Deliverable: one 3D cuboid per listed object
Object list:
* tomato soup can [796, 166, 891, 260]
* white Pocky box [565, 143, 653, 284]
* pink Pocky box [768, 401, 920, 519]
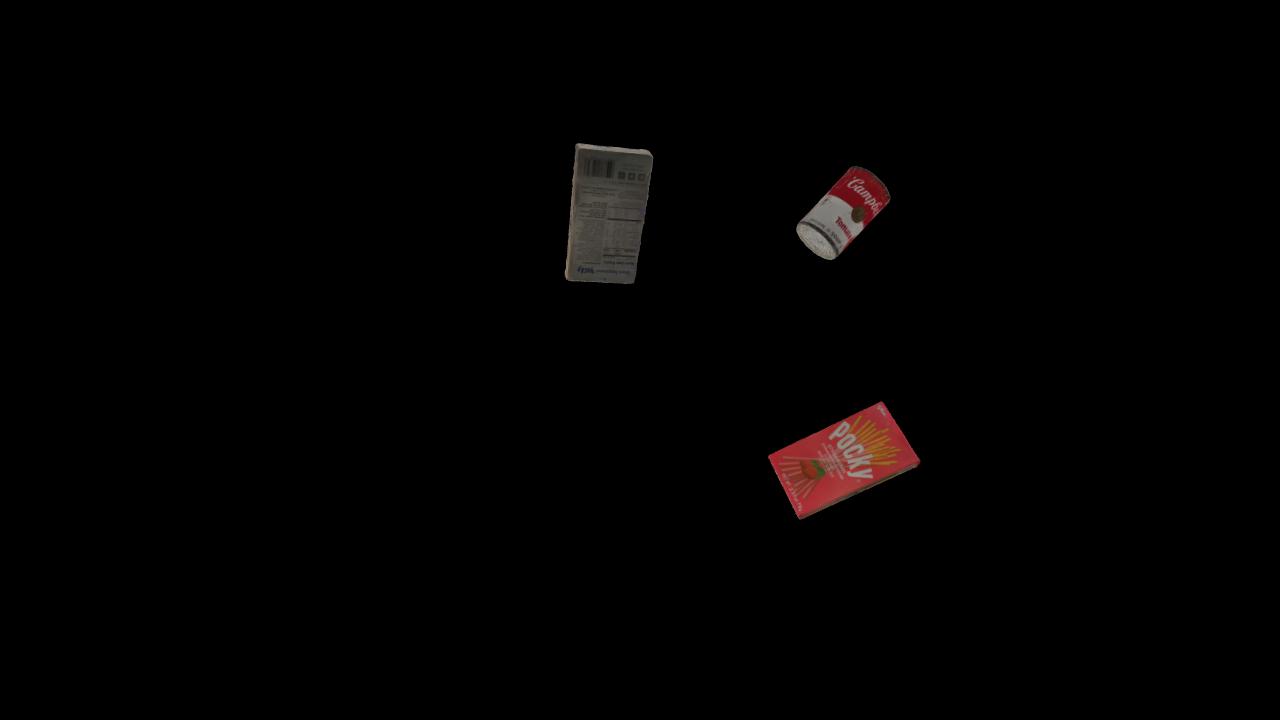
[{"bbox_3d":[0.257,-0.186,0.785,0.068,0.101,0.068,44,-1,1],"label":"tomato soup can"},{"bbox_3d":[-0.038,-0.162,0.698,0.084,0.154,0.028,1,32,-14],"label":"white Pocky box"},{"bbox_3d":[0.242,0.120,0.738,0.155,0.084,0.029,-27,-30,8],"label":"pink Pocky box"}]
